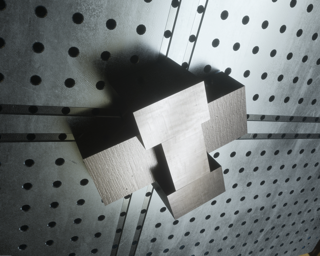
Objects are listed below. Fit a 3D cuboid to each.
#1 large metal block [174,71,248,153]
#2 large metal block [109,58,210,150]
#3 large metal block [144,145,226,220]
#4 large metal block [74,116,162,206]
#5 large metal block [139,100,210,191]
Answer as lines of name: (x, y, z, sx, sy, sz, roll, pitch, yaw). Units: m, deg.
large metal block: (0.068, -0.018, 0.419, 0.080, 0.050, 0.080, -26, 130, -12)
large metal block: (-0.002, -0.031, 0.354, 0.080, 0.080, 0.050, -25, 127, -13)
large metal block: (0.032, 0.066, 0.433, 0.080, 0.080, 0.050, -26, 128, -13)
large metal block: (-0.051, 0.038, 0.391, 0.080, 0.050, 0.080, -24, 127, -14)
large metal block: (0.016, 0.017, 0.394, 0.050, 0.080, 0.080, -26, 128, -12)
